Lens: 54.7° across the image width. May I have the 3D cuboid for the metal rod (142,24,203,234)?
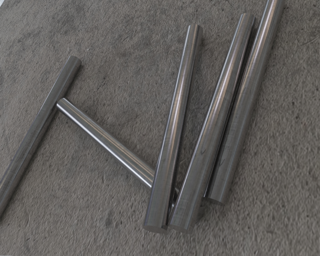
[{"bbox_3d":[0.024,-0.023,0.386,0.025,0.025,0.300,-5,53,26],"label":"metal rod"}]

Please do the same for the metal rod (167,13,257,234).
[{"bbox_3d":[0.070,-0.026,0.365,0.025,0.025,0.300,5,59,30],"label":"metal rod"}]

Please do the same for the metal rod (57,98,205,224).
[{"bbox_3d":[-0.060,0.027,0.418,0.300,0.025,0.025,34,81,38],"label":"metal rod"}]

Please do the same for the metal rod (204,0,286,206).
[{"bbox_3d":[0.110,-0.053,0.378,0.025,0.025,0.300,9,66,32],"label":"metal rod"}]

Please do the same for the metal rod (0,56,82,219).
[{"bbox_3d":[-0.202,0.008,0.505,0.025,0.025,0.300,7,65,31],"label":"metal rod"}]
